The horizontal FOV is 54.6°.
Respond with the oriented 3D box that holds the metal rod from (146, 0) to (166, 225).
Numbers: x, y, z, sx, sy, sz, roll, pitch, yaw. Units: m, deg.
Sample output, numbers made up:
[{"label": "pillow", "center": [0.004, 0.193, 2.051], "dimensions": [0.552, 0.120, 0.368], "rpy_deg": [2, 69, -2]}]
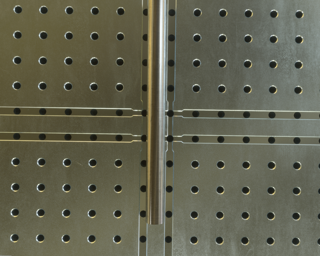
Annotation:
[{"label": "metal rod", "center": [-0.005, -0.024, 0.414], "dimensions": [0.025, 0.025, 0.298], "rpy_deg": [1, 90, 0]}]
